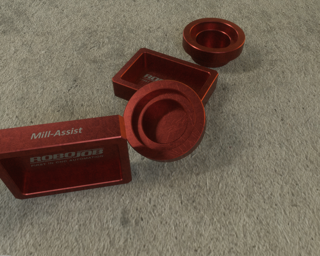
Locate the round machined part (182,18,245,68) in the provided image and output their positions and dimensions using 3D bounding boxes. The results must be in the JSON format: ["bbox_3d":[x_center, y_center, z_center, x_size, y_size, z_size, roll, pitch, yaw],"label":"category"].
[{"bbox_3d":[0.086,-0.136,0.508,0.099,0.042,0.098,0,50,0],"label":"round machined part"}]

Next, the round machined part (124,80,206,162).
[{"bbox_3d":[0.008,-0.006,0.380,0.098,0.042,0.098,-3,75,12],"label":"round machined part"}]

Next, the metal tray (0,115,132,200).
[{"bbox_3d":[-0.099,0.033,0.331,0.131,0.089,0.030,-8,51,-7],"label":"metal tray"}]

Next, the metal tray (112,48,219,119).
[{"bbox_3d":[0.008,-0.066,0.454,0.130,0.030,0.090,22,53,17],"label":"metal tray"}]
